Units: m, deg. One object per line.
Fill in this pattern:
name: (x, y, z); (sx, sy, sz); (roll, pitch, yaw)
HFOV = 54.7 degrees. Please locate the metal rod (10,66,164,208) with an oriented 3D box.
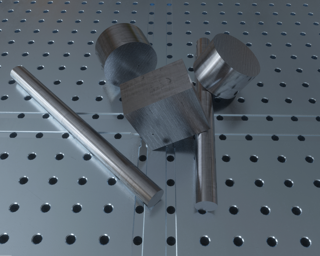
metal rod: (-0.111, -0.003, 0.409); (0.300, 0.025, 0.025); (37, 59, 27)

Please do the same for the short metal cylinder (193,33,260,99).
short metal cylinder: (0.096, -0.089, 0.446); (0.081, 0.050, 0.080); (18, 49, -22)

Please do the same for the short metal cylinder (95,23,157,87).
short metal cylinder: (-0.051, -0.107, 0.461); (0.081, 0.080, 0.050); (-17, 52, -14)

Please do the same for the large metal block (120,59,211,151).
large metal block: (0.007, -0.025, 0.378); (0.080, 0.080, 0.050); (-21, 50, 10)

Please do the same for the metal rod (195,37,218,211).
metal rod: (0.062, -0.029, 0.432); (0.025, 0.025, 0.300); (4, 50, 3)
